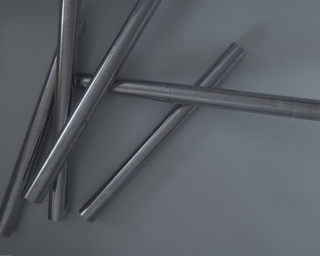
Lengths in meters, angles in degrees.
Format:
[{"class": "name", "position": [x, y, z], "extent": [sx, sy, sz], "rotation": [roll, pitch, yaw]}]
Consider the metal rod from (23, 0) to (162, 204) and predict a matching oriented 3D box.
[{"class": "metal rod", "position": [-0.078, -0.045, 0.377], "extent": [0.025, 0.025, 0.299], "rotation": [30, 88, -1]}]

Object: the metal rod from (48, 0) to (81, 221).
[{"class": "metal rod", "position": [-0.121, -0.029, 0.393], "extent": [0.025, 0.025, 0.298], "rotation": [5, 96, -1]}]

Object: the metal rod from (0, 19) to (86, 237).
[{"class": "metal rod", "position": [-0.159, -0.003, 0.409], "extent": [0.025, 0.025, 0.298], "rotation": [19, 90, -1]}]

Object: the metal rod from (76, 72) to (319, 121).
[{"class": "metal rod", "position": [0.040, -0.041, 0.386], "extent": [0.301, 0.025, 0.025], "rotation": [8, 90, 9]}]

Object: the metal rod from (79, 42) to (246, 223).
[{"class": "metal rod", "position": [0.004, 0.006, 0.411], "extent": [0.025, 0.025, 0.300], "rotation": [42, 90, -1]}]
